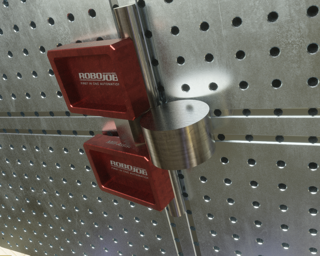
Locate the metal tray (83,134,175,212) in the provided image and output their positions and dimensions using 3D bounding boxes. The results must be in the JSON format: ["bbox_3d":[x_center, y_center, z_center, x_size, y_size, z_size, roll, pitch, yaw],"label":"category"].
[{"bbox_3d":[-0.047,0.061,0.448,0.130,0.030,0.089,8,123,38],"label":"metal tray"}]

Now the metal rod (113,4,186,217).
[{"bbox_3d":[-0.007,-0.004,0.407,0.025,0.025,0.298,0,119,28],"label":"metal rod"}]

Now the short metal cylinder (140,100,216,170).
[{"bbox_3d":[0.022,0.006,0.363,0.080,0.080,0.050,0,119,28],"label":"short metal cylinder"}]

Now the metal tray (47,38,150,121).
[{"bbox_3d":[-0.080,-0.061,0.390,0.130,0.030,0.089,8,123,39],"label":"metal tray"}]

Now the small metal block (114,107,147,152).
[{"bbox_3d":[-0.037,-0.002,0.411,0.050,0.025,0.050,26,136,53],"label":"small metal block"}]
